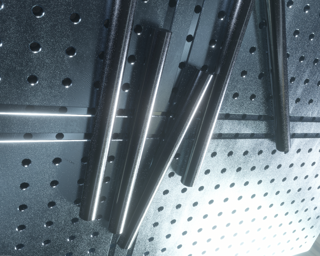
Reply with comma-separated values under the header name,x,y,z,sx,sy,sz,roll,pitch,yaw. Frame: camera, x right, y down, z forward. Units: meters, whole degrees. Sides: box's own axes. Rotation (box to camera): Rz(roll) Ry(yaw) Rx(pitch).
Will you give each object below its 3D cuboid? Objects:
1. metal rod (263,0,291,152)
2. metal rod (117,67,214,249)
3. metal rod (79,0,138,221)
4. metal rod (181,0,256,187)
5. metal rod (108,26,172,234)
name,x,y,z,sx,sy,sz,roll,pitch,yaw
metal rod,0.178,-0.076,0.464,0.025,0.025,0.299,-29,129,-10
metal rod,0.000,0.056,0.447,0.025,0.025,0.298,11,113,-33
metal rod,-0.066,-0.010,0.369,0.025,0.025,0.298,0,119,-29
metal rod,0.076,-0.045,0.426,0.025,0.025,0.298,-1,119,-28
metal rod,-0.032,0.021,0.407,0.025,0.025,0.298,0,119,-29
